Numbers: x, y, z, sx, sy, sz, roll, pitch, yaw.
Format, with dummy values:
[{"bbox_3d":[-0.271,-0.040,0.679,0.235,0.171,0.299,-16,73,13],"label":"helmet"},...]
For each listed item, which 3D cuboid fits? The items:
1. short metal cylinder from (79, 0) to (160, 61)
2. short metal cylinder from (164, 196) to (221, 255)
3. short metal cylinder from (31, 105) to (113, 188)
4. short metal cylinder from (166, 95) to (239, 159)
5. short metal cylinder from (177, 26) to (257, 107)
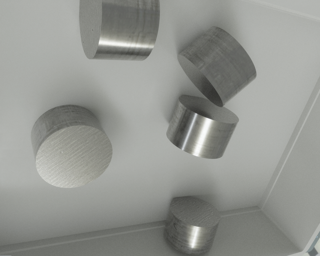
[{"bbox_3d":[-0.040,-0.104,0.287,0.050,0.080,0.079,-4,120,-26],"label":"short metal cylinder"},{"bbox_3d":[0.050,0.152,0.491,0.081,0.080,0.050,1,112,-29],"label":"short metal cylinder"},{"bbox_3d":[-0.100,0.020,0.350,0.081,0.050,0.079,-14,124,-21],"label":"short metal cylinder"},{"bbox_3d":[0.054,-0.003,0.401,0.081,0.080,0.050,5,116,-31],"label":"short metal cylinder"},{"bbox_3d":[0.066,-0.071,0.365,0.050,0.080,0.080,-41,129,0],"label":"short metal cylinder"}]
